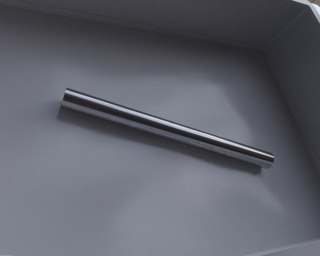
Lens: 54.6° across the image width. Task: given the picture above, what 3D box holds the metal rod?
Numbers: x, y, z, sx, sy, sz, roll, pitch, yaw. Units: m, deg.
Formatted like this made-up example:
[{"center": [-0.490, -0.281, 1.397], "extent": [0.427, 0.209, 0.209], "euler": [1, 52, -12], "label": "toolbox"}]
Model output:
[{"center": [0.023, 0.006, 0.412], "extent": [0.302, 0.025, 0.025], "euler": [17, 55, -18], "label": "metal rod"}]
